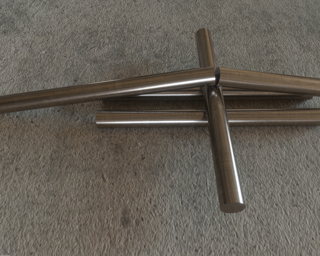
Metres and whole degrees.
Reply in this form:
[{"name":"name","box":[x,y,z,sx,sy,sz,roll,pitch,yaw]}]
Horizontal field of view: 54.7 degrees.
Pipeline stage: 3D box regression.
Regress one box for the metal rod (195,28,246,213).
[{"name":"metal rod","box":[0.071,-0.036,0.403,0.025,0.025,0.300,0,50,-1]}]

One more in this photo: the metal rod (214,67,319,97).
[{"name":"metal rod","box":[0.221,-0.055,0.421,0.302,0.025,0.025,4,50,-10]}]

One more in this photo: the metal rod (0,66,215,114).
[{"name":"metal rod","box":[-0.080,-0.049,0.412,0.302,0.025,0.025,-7,50,6]}]

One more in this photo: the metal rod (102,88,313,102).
[{"name":"metal rod","box":[0.068,-0.052,0.448,0.302,0.025,0.025,-1,50,-1]}]

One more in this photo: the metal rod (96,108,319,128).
[{"name":"metal rod","box":[0.068,-0.013,0.416,0.302,0.025,0.025,-1,50,-1]}]
